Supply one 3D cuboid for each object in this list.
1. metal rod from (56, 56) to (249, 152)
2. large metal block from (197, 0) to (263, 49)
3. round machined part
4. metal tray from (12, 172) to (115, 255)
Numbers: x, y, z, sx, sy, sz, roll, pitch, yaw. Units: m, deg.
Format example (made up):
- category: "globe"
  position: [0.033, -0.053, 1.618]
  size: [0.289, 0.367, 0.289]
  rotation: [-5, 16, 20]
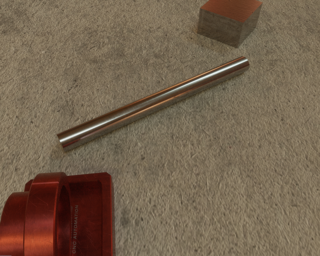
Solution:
- category: "metal rod"
  position: [0.004, -0.041, 0.437]
  size: [0.302, 0.025, 0.025]
  rotation: [-25, 55, -20]
- category: "large metal block"
  position: [0.124, -0.196, 0.554]
  size: [0.080, 0.050, 0.080]
  rotation: [28, 55, 21]
- category: "round machined part"
  position: [-0.103, 0.087, 0.262]
  size: [0.042, 0.097, 0.098]
  rotation: [-2, 50, -9]
- category: "metal tray"
  position: [-0.091, 0.110, 0.306]
  size: [0.091, 0.030, 0.130]
  rotation: [-5, 50, -5]
